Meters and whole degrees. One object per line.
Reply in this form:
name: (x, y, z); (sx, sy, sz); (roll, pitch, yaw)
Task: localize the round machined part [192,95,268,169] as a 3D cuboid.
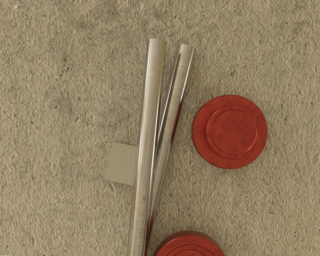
round machined part: (0.091, 0.005, 0.402); (0.099, 0.042, 0.097); (0, 90, 0)

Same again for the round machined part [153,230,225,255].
round machined part: (0.037, 0.181, 0.402); (0.099, 0.042, 0.097); (0, 90, 0)

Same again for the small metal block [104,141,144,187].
small metal block: (-0.042, 0.047, 0.410); (0.050, 0.025, 0.050); (12, 90, 0)

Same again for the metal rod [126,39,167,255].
metal rod: (-0.018, 0.041, 0.384); (0.025, 0.025, 0.298); (6, 89, 0)

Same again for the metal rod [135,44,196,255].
metal rod: (0.001, 0.038, 0.410); (0.025, 0.025, 0.298); (14, 90, 0)
